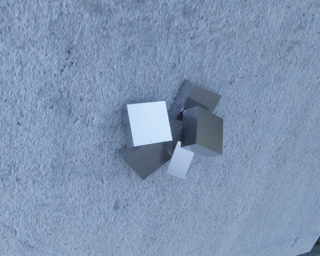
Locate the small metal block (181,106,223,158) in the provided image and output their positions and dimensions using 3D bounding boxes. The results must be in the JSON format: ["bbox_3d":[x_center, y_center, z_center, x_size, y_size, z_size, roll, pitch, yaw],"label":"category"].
[{"bbox_3d":[0.054,0.006,0.394,0.050,0.025,0.050,23,62,-37],"label":"small metal block"}]

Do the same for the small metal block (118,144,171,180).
[{"bbox_3d":[-0.020,0.035,0.421,0.050,0.025,0.050,-39,129,-3],"label":"small metal block"}]

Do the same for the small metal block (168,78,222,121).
[{"bbox_3d":[0.046,-0.033,0.415,0.050,0.025,0.050,15,111,-35],"label":"small metal block"}]

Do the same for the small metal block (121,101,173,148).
[{"bbox_3d":[-0.017,-0.004,0.382,0.050,0.025,0.050,-8,84,-25],"label":"small metal block"}]

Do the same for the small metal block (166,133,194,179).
[{"bbox_3d":[0.033,0.035,0.430,0.025,0.050,0.050,20,112,4],"label":"small metal block"}]

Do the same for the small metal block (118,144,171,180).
[{"bbox_3d":[-0.020,0.035,0.421,0.050,0.025,0.050,-38,130,-3],"label":"small metal block"}]
